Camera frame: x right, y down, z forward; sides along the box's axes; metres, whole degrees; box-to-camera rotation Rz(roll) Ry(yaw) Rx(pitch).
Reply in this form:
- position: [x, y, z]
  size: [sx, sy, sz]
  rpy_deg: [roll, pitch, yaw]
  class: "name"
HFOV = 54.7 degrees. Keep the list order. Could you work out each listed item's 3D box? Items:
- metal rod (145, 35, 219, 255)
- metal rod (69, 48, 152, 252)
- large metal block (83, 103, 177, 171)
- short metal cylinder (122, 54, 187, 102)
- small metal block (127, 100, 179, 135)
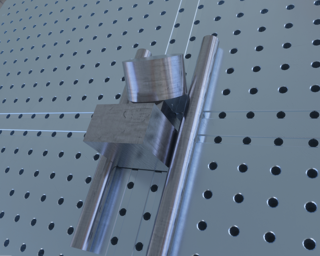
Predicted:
- position: [0.035, 0.006, 0.386]
  size: [0.025, 0.025, 0.300]
  rpy_deg: [2, 62, 29]
  class: "metal rod"
- position: [-0.060, 0.013, 0.432]
  size: [0.025, 0.025, 0.300]
  rpy_deg: [1, 62, 28]
  class: "metal rod"
- position: [-0.031, 0.013, 0.378]
  size: [0.080, 0.080, 0.050]
  rpy_deg: [1, 62, 28]
  class: "large metal block"
- position: [-0.006, -0.068, 0.410]
  size: [0.080, 0.050, 0.080]
  rpy_deg: [-7, 16, 2]
  class: "short metal cylinder"
- position: [-0.010, -0.013, 0.405]
  size: [0.050, 0.050, 0.025]
  rpy_deg: [2, 63, 28]
  class: "small metal block"
